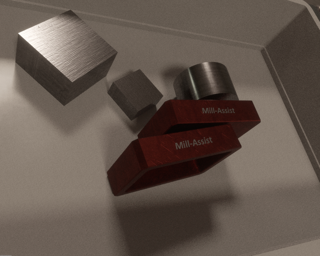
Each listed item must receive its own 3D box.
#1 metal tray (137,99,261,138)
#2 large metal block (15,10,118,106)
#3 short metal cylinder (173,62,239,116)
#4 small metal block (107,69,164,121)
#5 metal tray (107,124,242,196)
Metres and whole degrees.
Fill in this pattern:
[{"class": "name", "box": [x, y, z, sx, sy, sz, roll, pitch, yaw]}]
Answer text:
[{"class": "metal tray", "box": [0.049, 0.001, 0.391, 0.131, 0.090, 0.030, -2, 63, -30]}, {"class": "large metal block", "box": [-0.114, -0.088, 0.382, 0.080, 0.050, 0.080, 42, 51, 0]}, {"class": "short metal cylinder", "box": [0.064, -0.048, 0.436, 0.081, 0.080, 0.050, 0, 62, -28]}, {"class": "small metal block", "box": [-0.033, -0.045, 0.417, 0.050, 0.025, 0.050, 49, 51, 6]}, {"class": "metal tray", "box": [0.016, 0.036, 0.351, 0.131, 0.090, 0.030, -8, 66, -32]}]
